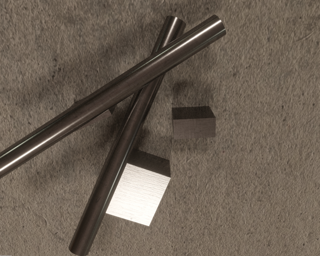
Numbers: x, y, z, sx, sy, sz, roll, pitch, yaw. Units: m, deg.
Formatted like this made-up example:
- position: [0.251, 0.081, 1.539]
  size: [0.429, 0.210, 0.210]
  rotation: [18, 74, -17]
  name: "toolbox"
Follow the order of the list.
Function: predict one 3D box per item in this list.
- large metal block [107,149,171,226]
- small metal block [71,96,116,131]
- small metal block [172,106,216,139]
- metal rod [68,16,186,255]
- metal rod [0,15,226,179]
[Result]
- position: [-0.038, 0.076, 0.424]
  size: [0.080, 0.050, 0.079]
  rotation: [20, 109, -8]
  name: "large metal block"
- position: [-0.085, -0.024, 0.386]
  size: [0.050, 0.050, 0.025]
  rotation: [-23, 109, 8]
  name: "small metal block"
- position: [0.041, -0.008, 0.394]
  size: [0.050, 0.050, 0.025]
  rotation: [-3, 110, 0]
  name: "small metal block"
- position: [-0.040, 0.011, 0.370]
  size: [0.025, 0.025, 0.299]
  rotation: [23, 92, -9]
  name: "metal rod"
- position: [-0.062, -0.032, 0.344]
  size: [0.301, 0.025, 0.025]
  rotation: [-32, 107, 3]
  name: "metal rod"
